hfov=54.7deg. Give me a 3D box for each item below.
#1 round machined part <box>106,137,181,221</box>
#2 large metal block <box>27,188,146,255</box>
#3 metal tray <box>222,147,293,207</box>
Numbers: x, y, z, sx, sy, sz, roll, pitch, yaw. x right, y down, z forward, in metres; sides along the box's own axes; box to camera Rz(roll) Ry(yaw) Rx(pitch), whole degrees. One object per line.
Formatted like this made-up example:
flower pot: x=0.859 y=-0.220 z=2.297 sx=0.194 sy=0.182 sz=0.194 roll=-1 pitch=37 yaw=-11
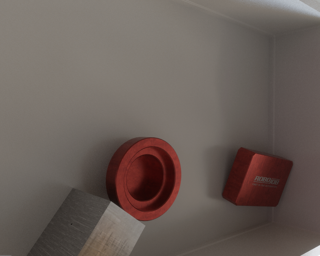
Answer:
round machined part: x=-0.023 y=0.059 z=0.378 sx=0.099 sy=0.042 sz=0.097 roll=0 pitch=90 yaw=-40
large metal block: x=-0.075 y=0.113 z=0.310 sx=0.050 sy=0.080 sz=0.080 roll=46 pitch=62 yaw=-31
metal tray: x=0.172 y=0.088 z=0.536 sx=0.131 sy=0.030 sz=0.089 roll=14 pitch=97 yaw=-39
